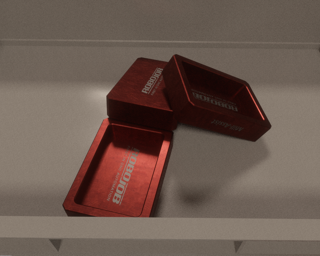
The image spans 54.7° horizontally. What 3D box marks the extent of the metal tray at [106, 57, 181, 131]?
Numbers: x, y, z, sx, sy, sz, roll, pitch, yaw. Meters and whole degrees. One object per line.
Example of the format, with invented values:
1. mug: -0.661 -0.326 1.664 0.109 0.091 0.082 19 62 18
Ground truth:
1. metal tray: -0.007 -0.052 0.426 0.090 0.030 0.130 12 37 9

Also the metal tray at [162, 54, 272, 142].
1. metal tray: 0.072 -0.037 0.393 0.131 0.030 0.090 13 44 -30

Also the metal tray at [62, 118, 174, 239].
1. metal tray: -0.042 0.051 0.358 0.090 0.030 0.130 11 51 8
